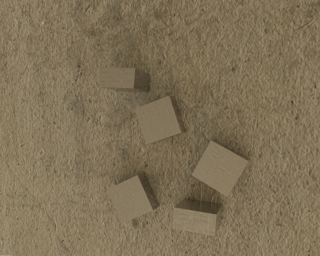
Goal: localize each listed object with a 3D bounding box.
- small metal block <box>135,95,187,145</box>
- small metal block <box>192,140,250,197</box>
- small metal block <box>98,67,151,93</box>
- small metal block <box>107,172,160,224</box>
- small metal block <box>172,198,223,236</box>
[{"bbox_3d":[0.001,-0.010,0.409,0.050,0.025,0.050,-20,84,19],"label":"small metal block"},{"bbox_3d":[0.075,0.048,0.382,0.050,0.025,0.050,30,100,17],"label":"small metal block"},{"bbox_3d":[-0.046,-0.063,0.412,0.050,0.050,0.025,5,92,20],"label":"small metal block"},{"bbox_3d":[-0.036,0.095,0.422,0.050,0.025,0.050,-27,81,18],"label":"small metal block"},{"bbox_3d":[0.047,0.107,0.379,0.050,0.050,0.025,4,92,20],"label":"small metal block"}]
